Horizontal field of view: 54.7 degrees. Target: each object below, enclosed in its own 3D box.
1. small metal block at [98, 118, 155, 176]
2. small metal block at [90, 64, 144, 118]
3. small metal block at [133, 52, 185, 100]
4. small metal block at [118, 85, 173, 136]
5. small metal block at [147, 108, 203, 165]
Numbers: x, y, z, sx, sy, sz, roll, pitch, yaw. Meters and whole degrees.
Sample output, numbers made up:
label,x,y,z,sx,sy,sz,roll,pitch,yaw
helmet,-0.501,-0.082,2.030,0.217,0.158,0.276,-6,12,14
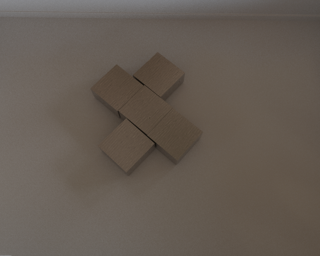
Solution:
label,x,y,z,sx,sy,sz,roll,pitch,yaw
small metal block,-0.042,0.025,0.398,0.050,0.025,0.050,41,76,13
small metal block,-0.057,-0.051,0.425,0.050,0.025,0.050,40,75,13
small metal block,-0.001,-0.069,0.432,0.050,0.025,0.050,40,74,13
small metal block,-0.018,-0.020,0.414,0.050,0.025,0.050,40,75,13
small metal block,0.019,0.011,0.403,0.050,0.025,0.050,40,75,13
